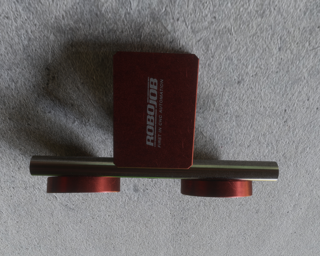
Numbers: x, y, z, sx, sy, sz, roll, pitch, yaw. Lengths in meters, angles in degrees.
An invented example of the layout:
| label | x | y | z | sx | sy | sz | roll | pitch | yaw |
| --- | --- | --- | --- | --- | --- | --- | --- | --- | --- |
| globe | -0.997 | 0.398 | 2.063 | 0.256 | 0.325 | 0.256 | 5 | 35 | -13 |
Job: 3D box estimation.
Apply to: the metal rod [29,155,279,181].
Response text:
| label | x | y | z | sx | sy | sz | roll | pitch | yaw |
| --- | --- | --- | --- | --- | --- | --- | --- | --- | --- |
| metal rod | -0.005 | 0.050 | 0.387 | 0.302 | 0.025 | 0.025 | 2 | 130 | -2 |

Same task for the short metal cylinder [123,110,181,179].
| label | x | y | z | sx | sy | sz | roll | pitch | yaw |
| --- | --- | --- | --- | --- | --- | --- | --- | --- | --- |
| short metal cylinder | -0.009 | 0.022 | 0.412 | 0.081 | 0.050 | 0.079 | 0 | 130 | 0 |

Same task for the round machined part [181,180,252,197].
| label | x | y | z | sx | sy | sz | roll | pitch | yaw |
| --- | --- | --- | --- | --- | --- | --- | --- | --- | --- |
| round machined part | 0.079 | 0.072 | 0.437 | 0.099 | 0.042 | 0.098 | 0 | 173 | 0 |

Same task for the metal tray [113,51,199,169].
| label | x | y | z | sx | sy | sz | roll | pitch | yaw |
| --- | --- | --- | --- | --- | --- | --- | --- | --- | --- |
| metal tray | -0.006 | -0.020 | 0.353 | 0.091 | 0.030 | 0.129 | 1 | 104 | -2 |

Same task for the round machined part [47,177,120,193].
| label | x | y | z | sx | sy | sz | roll | pitch | yaw |
| --- | --- | --- | --- | --- | --- | --- | --- | --- | --- |
| round machined part | -0.105 | 0.069 | 0.434 | 0.099 | 0.042 | 0.098 | -1 | 169 | 0 |
